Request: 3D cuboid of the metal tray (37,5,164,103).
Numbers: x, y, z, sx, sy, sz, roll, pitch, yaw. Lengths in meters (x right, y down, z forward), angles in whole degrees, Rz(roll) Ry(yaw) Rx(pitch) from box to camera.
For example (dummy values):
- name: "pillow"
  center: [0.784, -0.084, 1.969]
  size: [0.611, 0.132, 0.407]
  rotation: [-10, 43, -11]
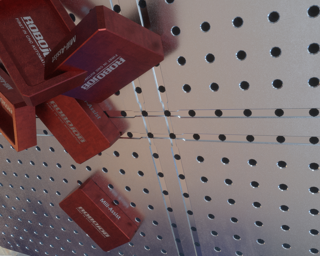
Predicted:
- name: "metal tray"
  center: [-0.071, -0.076, 0.361]
  size: [0.130, 0.091, 0.030]
  rotation: [-27, 63, 37]

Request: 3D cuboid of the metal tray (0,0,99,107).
- name: "metal tray"
  center: [-0.142, -0.100, 0.359]
  size: [0.130, 0.091, 0.030]
  rotation: [57, 159, 8]

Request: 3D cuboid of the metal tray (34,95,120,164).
- name: "metal tray"
  center: [-0.132, -0.015, 0.469]
  size: [0.090, 0.030, 0.130]
  rotation: [-29, 103, 37]

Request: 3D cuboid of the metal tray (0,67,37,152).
- name: "metal tray"
  center: [-0.243, -0.034, 0.489]
  size: [0.130, 0.030, 0.089]
  rotation: [37, 132, 28]

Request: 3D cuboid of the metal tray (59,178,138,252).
- name: "metal tray"
  center: [-0.114, 0.163, 0.570]
  size: [0.130, 0.030, 0.090]
  rotation: [48, 129, -6]
